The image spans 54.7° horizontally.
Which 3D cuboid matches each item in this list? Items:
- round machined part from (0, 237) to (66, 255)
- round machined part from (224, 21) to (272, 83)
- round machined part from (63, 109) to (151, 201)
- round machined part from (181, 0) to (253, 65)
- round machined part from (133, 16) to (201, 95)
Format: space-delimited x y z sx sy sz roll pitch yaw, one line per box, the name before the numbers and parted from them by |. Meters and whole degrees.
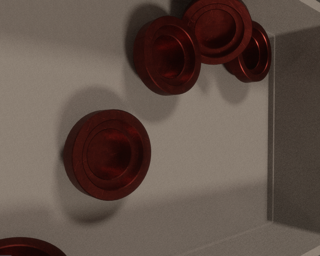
round machined part | -0.126 0.143 0.262 0.099 0.098 0.042 -1 117 -40
round machined part | 0.141 -0.124 0.517 0.099 0.042 0.097 0 90 -40
round machined part | -0.061 0.029 0.346 0.099 0.042 0.097 0 90 -40
round machined part | 0.077 -0.143 0.437 0.098 0.098 0.042 52 28 -28
round machined part | 0.005 -0.090 0.401 0.099 0.042 0.097 0 90 -40
